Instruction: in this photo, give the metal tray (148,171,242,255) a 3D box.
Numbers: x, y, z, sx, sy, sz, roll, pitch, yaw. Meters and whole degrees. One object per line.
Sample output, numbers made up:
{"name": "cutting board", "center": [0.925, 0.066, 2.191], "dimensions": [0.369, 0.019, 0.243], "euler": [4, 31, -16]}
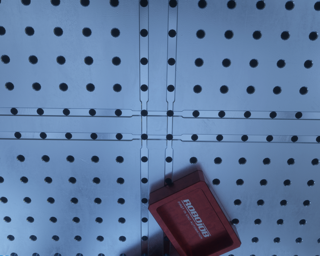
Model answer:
{"name": "metal tray", "center": [0.052, 0.138, 0.461], "dimensions": [0.090, 0.030, 0.130], "euler": [-28, 108, 9]}
